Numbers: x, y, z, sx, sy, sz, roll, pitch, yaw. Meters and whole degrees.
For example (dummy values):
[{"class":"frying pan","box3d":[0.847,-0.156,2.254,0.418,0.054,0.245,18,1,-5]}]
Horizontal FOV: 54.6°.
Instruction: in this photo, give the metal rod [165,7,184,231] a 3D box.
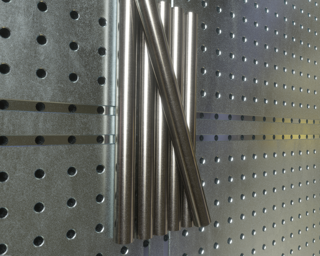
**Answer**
[{"class":"metal rod","box3d":[0.019,-0.012,0.425,0.025,0.025,0.298,1,89,-40]}]

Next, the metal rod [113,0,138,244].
[{"class":"metal rod","box3d":[-0.041,-0.015,0.372,0.025,0.025,0.298,1,89,-40]}]

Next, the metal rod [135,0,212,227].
[{"class":"metal rod","box3d":[0.020,-0.012,0.392,0.025,0.025,0.298,-25,106,-37]}]

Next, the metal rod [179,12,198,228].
[{"class":"metal rod","box3d":[0.039,-0.012,0.441,0.025,0.025,0.298,2,89,-40]}]

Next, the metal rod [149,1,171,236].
[{"class":"metal rod","box3d":[0.000,-0.013,0.407,0.025,0.025,0.298,1,89,-40]}]

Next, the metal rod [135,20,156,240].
[{"class":"metal rod","box3d":[-0.018,-0.013,0.391,0.025,0.025,0.298,1,89,-40]}]
